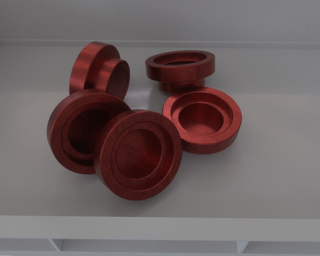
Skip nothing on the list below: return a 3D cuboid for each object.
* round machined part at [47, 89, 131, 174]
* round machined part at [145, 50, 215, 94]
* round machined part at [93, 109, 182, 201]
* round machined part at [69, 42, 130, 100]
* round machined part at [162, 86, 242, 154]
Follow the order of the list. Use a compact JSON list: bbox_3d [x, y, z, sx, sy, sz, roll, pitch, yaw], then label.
[{"bbox_3d":[-0.081,0.001,0.362,0.099,0.097,0.042,-25,31,-20],"label":"round machined part"},{"bbox_3d":[0.030,-0.080,0.446,0.099,0.042,0.098,-5,25,2],"label":"round machined part"},{"bbox_3d":[-0.027,0.027,0.346,0.099,0.098,0.042,-31,24,-23],"label":"round machined part"},{"bbox_3d":[-0.073,-0.061,0.408,0.042,0.097,0.098,17,52,14],"label":"round machined part"},{"bbox_3d":[0.052,-0.006,0.399,0.099,0.042,0.098,0,50,0],"label":"round machined part"}]
